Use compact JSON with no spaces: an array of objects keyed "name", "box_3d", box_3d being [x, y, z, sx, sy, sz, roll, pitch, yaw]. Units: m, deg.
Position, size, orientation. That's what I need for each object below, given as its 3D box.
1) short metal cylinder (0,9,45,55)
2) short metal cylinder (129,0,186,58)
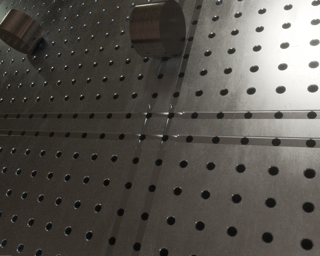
[{"name":"short metal cylinder","box_3d":[-0.290,-0.198,0.643,0.080,0.080,0.050,12,68,33]},{"name":"short metal cylinder","box_3d":[-0.002,-0.146,0.462,0.050,0.080,0.080,6,65,31]}]
